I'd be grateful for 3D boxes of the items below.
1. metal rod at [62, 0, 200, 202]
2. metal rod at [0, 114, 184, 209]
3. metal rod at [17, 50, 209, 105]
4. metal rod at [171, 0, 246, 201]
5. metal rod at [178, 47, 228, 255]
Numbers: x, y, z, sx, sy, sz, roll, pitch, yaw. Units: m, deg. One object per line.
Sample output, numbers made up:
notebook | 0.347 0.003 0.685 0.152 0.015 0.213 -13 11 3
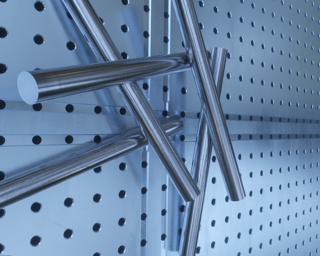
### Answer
metal rod | -0.033 -0.039 0.358 0.025 0.025 0.299 -40 107 -33
metal rod | -0.087 0.037 0.337 0.302 0.025 0.025 -22 104 -38
metal rod | -0.015 -0.068 0.350 0.302 0.025 0.025 -25 106 -53
metal rod | 0.066 -0.037 0.412 0.025 0.025 0.298 -30 109 -36
metal rod | 0.062 0.035 0.445 0.025 0.025 0.298 9 90 -40
